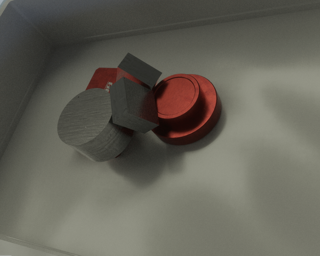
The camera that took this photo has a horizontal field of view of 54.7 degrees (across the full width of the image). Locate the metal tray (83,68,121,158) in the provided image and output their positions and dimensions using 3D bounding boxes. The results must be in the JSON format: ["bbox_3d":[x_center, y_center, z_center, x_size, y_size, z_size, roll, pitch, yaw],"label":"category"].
[{"bbox_3d":[-0.077,-0.027,0.453,0.090,0.030,0.130,8,66,31],"label":"metal tray"}]

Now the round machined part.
[{"bbox_3d":[0.025,-0.031,0.397,0.098,0.042,0.098,-13,56,20],"label":"round machined part"}]

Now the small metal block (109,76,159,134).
[{"bbox_3d":[-0.031,-0.026,0.368,0.025,0.050,0.050,-30,56,33],"label":"small metal block"}]

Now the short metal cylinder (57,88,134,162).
[{"bbox_3d":[-0.080,-0.003,0.392,0.080,0.050,0.080,-13,56,20],"label":"short metal cylinder"}]

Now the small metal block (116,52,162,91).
[{"bbox_3d":[-0.029,-0.065,0.409,0.050,0.050,0.025,31,70,0],"label":"small metal block"}]
